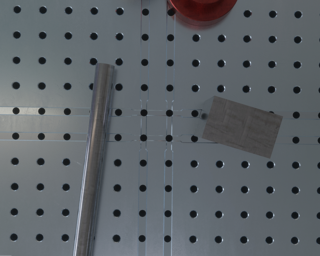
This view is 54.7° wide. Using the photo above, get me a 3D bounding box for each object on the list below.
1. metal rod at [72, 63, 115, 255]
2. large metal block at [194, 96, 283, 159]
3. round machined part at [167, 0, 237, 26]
[{"bbox_3d":[-0.091,0.064,0.412,0.025,0.025,0.298,7,90,0],"label":"metal rod"},{"bbox_3d":[0.092,-0.001,0.387,0.080,0.080,0.050,17,90,0],"label":"large metal block"},{"bbox_3d":[0.057,-0.189,0.405,0.099,0.042,0.097,0,90,0],"label":"round machined part"}]
